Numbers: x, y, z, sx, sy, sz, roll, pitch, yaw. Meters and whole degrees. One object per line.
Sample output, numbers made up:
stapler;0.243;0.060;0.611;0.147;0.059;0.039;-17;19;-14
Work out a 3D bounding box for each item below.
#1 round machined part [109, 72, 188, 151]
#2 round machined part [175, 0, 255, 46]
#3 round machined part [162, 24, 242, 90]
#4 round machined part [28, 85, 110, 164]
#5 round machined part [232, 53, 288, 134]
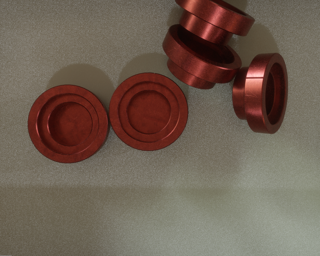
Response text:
round machined part;-0.014;-0.020;0.403;0.099;0.042;0.097;0;90;-1
round machined part;0.063;-0.136;0.382;0.098;0.098;0.042;26;118;-1
round machined part;0.048;-0.085;0.385;0.098;0.098;0.042;28;126;0
round machined part;-0.114;-0.005;0.401;0.099;0.042;0.097;0;90;-1
round machined part;0.124;-0.043;0.386;0.042;0.099;0.097;6;90;37
